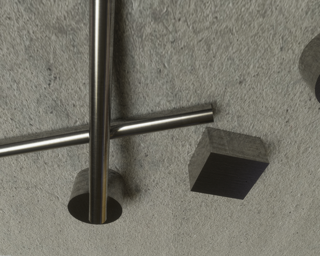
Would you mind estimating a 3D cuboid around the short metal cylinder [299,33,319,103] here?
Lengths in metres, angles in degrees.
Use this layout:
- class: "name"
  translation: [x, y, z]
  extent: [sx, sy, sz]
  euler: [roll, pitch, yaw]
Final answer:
- class: "short metal cylinder"
  translation: [0.201, -0.065, 0.337]
  extent: [0.081, 0.050, 0.079]
  euler: [0, 130, 0]

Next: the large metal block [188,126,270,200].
- class: "large metal block"
  translation: [0.092, 0.051, 0.435]
  extent: [0.081, 0.050, 0.079]
  euler: [11, 129, -10]

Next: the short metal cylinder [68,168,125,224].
- class: "short metal cylinder"
  translation: [-0.096, 0.105, 0.479]
  extent: [0.081, 0.050, 0.079]
  euler: [0, 130, 0]

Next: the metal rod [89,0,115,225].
- class: "metal rod"
  translation: [-0.072, -0.001, 0.369]
  extent: [0.025, 0.025, 0.298]
  euler: [5, 119, -4]

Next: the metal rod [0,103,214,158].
- class: "metal rod"
  translation: [-0.081, 0.006, 0.410]
  extent: [0.301, 0.025, 0.025]
  euler: [-10, 130, 8]
